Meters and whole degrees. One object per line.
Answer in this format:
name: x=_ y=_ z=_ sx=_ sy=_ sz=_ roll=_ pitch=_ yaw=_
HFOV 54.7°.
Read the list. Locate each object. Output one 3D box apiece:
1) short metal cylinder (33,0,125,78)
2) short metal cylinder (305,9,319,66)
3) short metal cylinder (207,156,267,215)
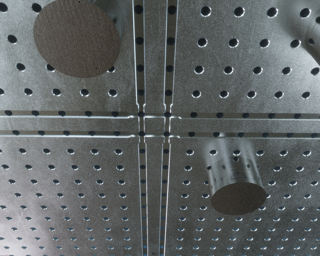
short metal cylinder: x=-0.078 y=-0.097 z=0.311 sx=0.081 sy=0.050 sz=0.079 roll=-1 pitch=130 yaw=0
short metal cylinder: x=0.201 y=-0.092 z=0.320 sx=0.081 sy=0.050 sz=0.079 roll=0 pitch=130 yaw=0
short metal cylinder: x=0.115 y=0.089 z=0.473 sx=0.081 sy=0.050 sz=0.079 roll=0 pitch=130 yaw=0
